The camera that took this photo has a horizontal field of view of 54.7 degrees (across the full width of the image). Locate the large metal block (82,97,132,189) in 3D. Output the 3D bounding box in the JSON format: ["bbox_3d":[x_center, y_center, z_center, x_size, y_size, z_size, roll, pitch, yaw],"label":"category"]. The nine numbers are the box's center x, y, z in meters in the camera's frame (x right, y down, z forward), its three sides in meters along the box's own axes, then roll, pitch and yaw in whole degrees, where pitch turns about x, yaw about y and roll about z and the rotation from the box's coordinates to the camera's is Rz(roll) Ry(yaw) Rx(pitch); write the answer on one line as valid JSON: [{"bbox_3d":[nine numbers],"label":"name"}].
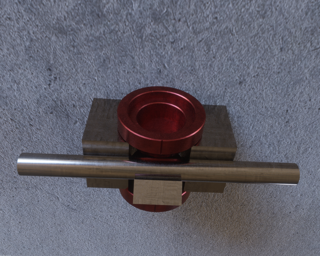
[{"bbox_3d":[-0.062,0.019,0.388,0.050,0.080,0.079,3,130,-3],"label":"large metal block"}]

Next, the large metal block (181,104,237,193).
[{"bbox_3d":[0.057,0.025,0.395,0.050,0.080,0.079,3,130,-3],"label":"large metal block"}]

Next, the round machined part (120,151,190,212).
[{"bbox_3d":[-0.005,0.060,0.411,0.099,0.098,0.042,4,125,-3],"label":"round machined part"}]

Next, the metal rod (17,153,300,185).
[{"bbox_3d":[0.001,0.046,0.342,0.302,0.025,0.025,2,130,-3],"label":"metal rod"}]

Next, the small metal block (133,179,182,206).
[{"bbox_3d":[-0.002,0.071,0.346,0.050,0.025,0.050,2,171,0],"label":"small metal block"}]

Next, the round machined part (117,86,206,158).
[{"bbox_3d":[0.001,-0.004,0.357,0.099,0.098,0.042,3,131,-3],"label":"round machined part"}]
